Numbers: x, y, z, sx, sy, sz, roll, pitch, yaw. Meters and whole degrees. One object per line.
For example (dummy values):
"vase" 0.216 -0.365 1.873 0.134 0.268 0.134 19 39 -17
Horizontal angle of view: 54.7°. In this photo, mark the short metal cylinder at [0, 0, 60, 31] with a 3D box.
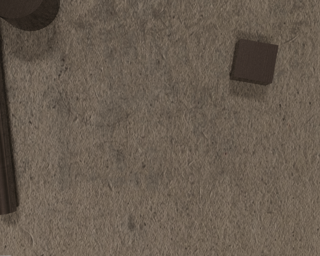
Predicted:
"short metal cylinder" -0.176 -0.171 0.395 0.081 0.050 0.079 0 90 -1

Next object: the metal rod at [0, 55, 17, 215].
"metal rod" -0.218 -0.038 0.407 0.025 0.025 0.298 -6 90 -1

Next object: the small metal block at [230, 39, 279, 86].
"small metal block" 0.124 -0.087 0.412 0.050 0.025 0.050 10 90 -1
